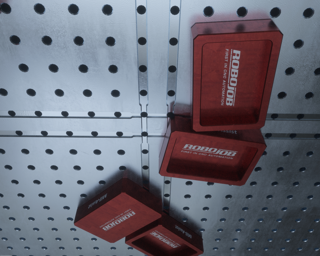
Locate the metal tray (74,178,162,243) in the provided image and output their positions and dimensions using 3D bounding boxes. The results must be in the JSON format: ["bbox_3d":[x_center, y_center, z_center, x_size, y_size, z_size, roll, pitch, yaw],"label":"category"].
[{"bbox_3d":[-0.072,0.145,0.531,0.130,0.030,0.090,-36,122,26],"label":"metal tray"}]

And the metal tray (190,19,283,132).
[{"bbox_3d":[0.082,-0.055,0.361,0.090,0.030,0.129,-3,130,2],"label":"metal tray"}]

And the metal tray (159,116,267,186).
[{"bbox_3d":[0.070,0.036,0.438,0.131,0.030,0.089,9,130,-8],"label":"metal tray"}]

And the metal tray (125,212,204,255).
[{"bbox_3d":[0.010,0.214,0.589,0.090,0.030,0.130,-34,123,25],"label":"metal tray"}]
